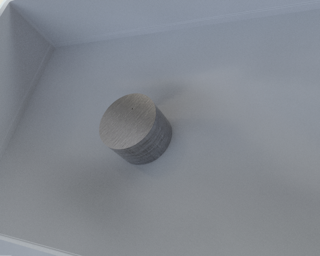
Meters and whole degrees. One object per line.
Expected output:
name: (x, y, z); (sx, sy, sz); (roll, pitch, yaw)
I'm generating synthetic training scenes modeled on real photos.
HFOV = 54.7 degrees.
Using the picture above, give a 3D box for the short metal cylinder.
short metal cylinder: (-0.031, 0.002, 0.403); (0.080, 0.050, 0.080); (-13, 56, 20)
